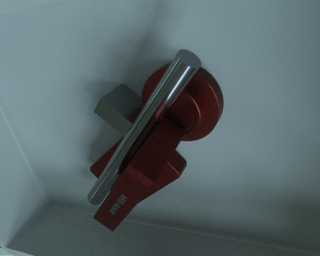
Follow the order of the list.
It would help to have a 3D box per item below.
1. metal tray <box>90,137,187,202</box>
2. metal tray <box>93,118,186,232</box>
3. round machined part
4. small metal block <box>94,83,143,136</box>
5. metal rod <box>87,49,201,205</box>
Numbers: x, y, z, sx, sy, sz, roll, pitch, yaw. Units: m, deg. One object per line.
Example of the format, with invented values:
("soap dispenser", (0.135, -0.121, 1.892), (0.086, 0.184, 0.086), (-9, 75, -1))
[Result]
("metal tray", (-0.036, 0.057, 0.456), (0.090, 0.030, 0.129), (46, 129, -5))
("metal tray", (-0.026, 0.057, 0.363), (0.030, 0.090, 0.129), (36, 135, 1))
("round machined part", (0.022, -0.025, 0.367), (0.098, 0.042, 0.097), (13, 124, 20))
("small metal block", (-0.047, -0.024, 0.399), (0.050, 0.050, 0.025), (39, 129, 1))
("metal rod", (-0.037, 0.023, 0.389), (0.025, 0.025, 0.298), (38, 133, 2))
